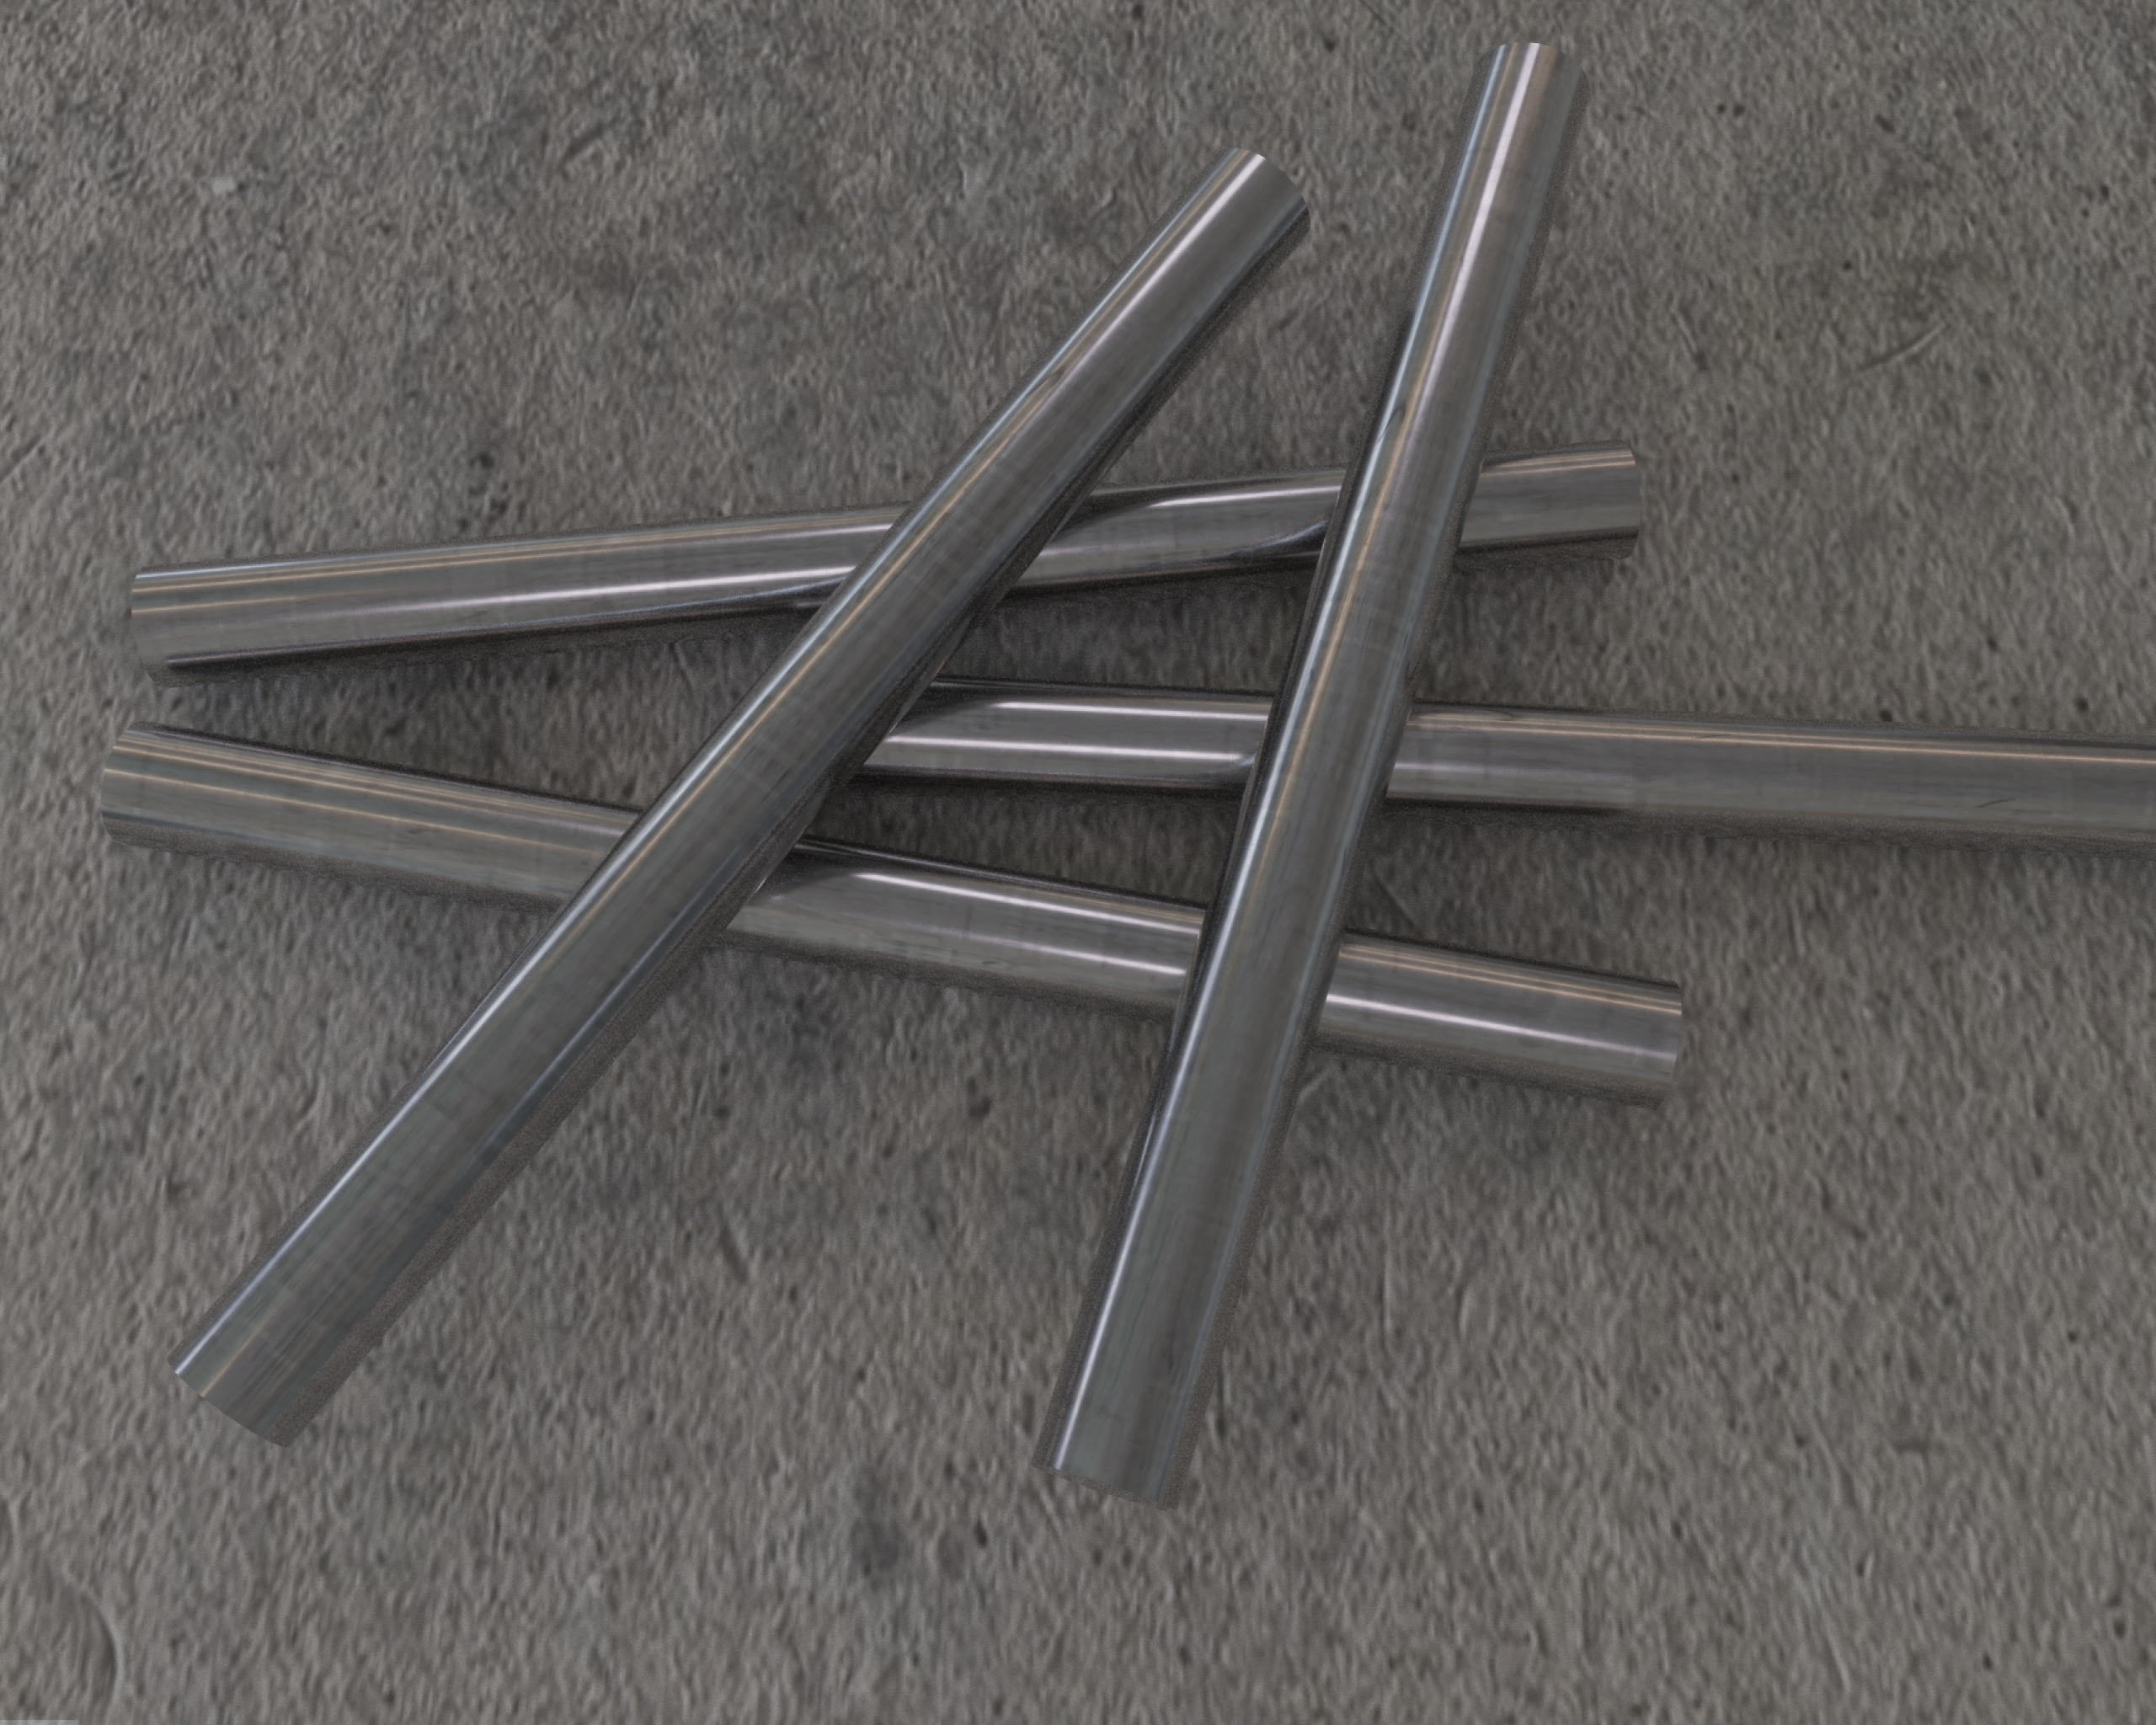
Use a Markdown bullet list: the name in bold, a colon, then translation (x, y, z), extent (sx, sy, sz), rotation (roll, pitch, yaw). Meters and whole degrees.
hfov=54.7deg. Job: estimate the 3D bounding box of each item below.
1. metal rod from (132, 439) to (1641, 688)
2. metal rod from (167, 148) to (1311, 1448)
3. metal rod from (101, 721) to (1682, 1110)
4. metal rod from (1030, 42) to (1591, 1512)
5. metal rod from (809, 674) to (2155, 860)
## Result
- **metal rod**: translation (-0.036, -0.062, 0.430), extent (0.302, 0.025, 0.025), rotation (-5, 70, -3)
- **metal rod**: translation (-0.052, -0.024, 0.388), extent (0.025, 0.025, 0.300), rotation (35, 73, 12)
- **metal rod**: translation (-0.038, 0.009, 0.404), extent (0.302, 0.025, 0.025), rotation (10, 70, 3)
- **metal rod**: translation (0.050, -0.031, 0.391), extent (0.025, 0.025, 0.300), rotation (17, 70, 6)
- **metal rod**: translation (0.093, -0.019, 0.415), extent (0.302, 0.025, 0.025), rotation (3, 70, 1)
